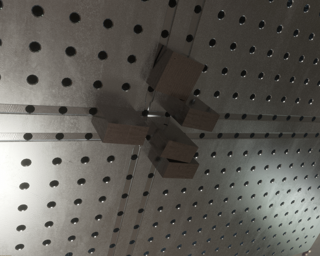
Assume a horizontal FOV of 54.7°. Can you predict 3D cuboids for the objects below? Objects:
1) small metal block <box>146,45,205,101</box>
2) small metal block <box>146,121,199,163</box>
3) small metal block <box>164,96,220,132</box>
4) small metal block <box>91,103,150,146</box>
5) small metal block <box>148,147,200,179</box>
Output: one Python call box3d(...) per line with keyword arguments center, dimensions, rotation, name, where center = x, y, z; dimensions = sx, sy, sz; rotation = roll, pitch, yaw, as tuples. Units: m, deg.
box3d(center=(0.019, -0.067, 0.382), dimensions=(0.050, 0.025, 0.050), rotation=(15, 111, -35), name="small metal block")
box3d(center=(0.015, 0.019, 0.417), dimensions=(0.050, 0.050, 0.025), rotation=(16, 110, -35), name="small metal block")
box3d(center=(0.041, -0.021, 0.406), dimensions=(0.050, 0.050, 0.025), rotation=(10, 113, -33), name="small metal block")
box3d(center=(-0.048, -0.004, 0.367), dimensions=(0.050, 0.050, 0.025), rotation=(6, 115, -32), name="small metal block")
box3d(center=(0.018, 0.046, 0.435), dimensions=(0.050, 0.050, 0.025), rotation=(8, 114, -32), name="small metal block")
